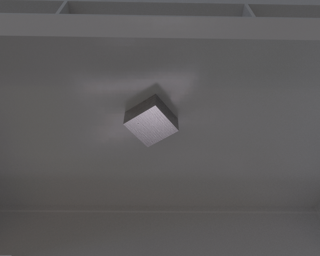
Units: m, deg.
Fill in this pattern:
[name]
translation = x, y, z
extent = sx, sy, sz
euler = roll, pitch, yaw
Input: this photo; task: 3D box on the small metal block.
[small metal block]
translation = -0.011, -0.009, 0.401
extent = 0.050, 0.025, 0.050
euler = -29, 125, 22
